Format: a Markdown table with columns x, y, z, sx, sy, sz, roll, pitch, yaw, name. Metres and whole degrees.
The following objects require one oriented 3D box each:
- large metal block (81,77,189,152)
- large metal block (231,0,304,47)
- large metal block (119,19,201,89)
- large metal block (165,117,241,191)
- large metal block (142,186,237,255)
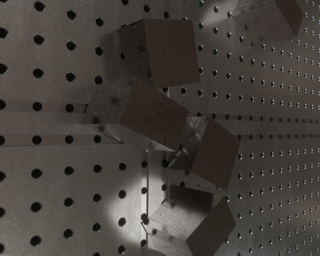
| x | y | z | sx | sy | sz | roll | pitch | yaw | name |
| --- | --- | --- | --- | --- | --- | --- | --- | --- | --- |
| -0.028 | -0.012 | 0.351 | 0.080 | 0.080 | 0.050 | 28 | 73 | -37 | large metal block |
| 0.185 | -0.193 | 0.531 | 0.080 | 0.080 | 0.050 | 37 | 67 | -34 | large metal block |
| 0.001 | -0.092 | 0.395 | 0.081 | 0.050 | 0.079 | -15 | 100 | -39 | large metal block |
| 0.065 | 0.037 | 0.450 | 0.080 | 0.050 | 0.080 | 33 | 70 | -36 | large metal block |
| 0.039 | 0.127 | 0.409 | 0.080 | 0.080 | 0.050 | -38 | 114 | -34 | large metal block |
